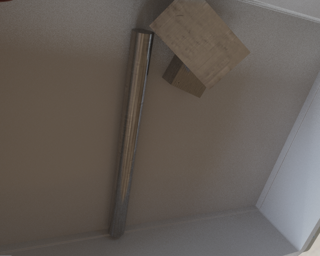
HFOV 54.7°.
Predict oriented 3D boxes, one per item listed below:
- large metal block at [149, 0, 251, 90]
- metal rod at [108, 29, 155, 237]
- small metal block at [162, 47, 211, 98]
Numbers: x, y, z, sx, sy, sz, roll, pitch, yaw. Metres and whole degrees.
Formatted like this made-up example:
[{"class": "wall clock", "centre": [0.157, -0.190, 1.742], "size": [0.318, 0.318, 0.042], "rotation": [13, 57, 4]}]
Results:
[{"class": "large metal block", "centre": [0.037, -0.090, 0.316], "size": [0.050, 0.080, 0.080], "rotation": [-43, 100, 11]}, {"class": "metal rod", "centre": [-0.042, 0.026, 0.402], "size": [0.025, 0.025, 0.298], "rotation": [-4, 121, -27]}, {"class": "small metal block", "centre": [0.039, -0.072, 0.387], "size": [0.050, 0.025, 0.050], "rotation": [19, 108, -36]}]
